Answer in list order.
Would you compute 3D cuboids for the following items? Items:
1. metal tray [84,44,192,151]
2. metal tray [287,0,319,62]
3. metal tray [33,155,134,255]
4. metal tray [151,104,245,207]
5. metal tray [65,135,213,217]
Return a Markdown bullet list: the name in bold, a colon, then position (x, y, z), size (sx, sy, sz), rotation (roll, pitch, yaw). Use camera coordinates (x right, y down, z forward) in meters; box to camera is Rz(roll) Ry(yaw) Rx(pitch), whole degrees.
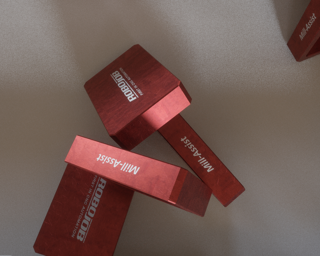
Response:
- **metal tray**: position (-0.032, -0.042, 0.364), size (0.090, 0.130, 0.030), rotation (-38, 131, 0)
- **metal tray**: position (0.212, -0.133, 0.358), size (0.090, 0.130, 0.030), rotation (-22, 74, 0)
- **metal tray**: position (-0.087, 0.101, 0.388), size (0.090, 0.030, 0.130), rotation (18, 72, 0)
- **metal tray**: position (0.039, 0.029, 0.378), size (0.030, 0.090, 0.130), rotation (-41, 90, -2)
- **metal tray**: position (-0.021, 0.050, 0.319), size (0.130, 0.090, 0.030), rotation (14, 74, 29)
